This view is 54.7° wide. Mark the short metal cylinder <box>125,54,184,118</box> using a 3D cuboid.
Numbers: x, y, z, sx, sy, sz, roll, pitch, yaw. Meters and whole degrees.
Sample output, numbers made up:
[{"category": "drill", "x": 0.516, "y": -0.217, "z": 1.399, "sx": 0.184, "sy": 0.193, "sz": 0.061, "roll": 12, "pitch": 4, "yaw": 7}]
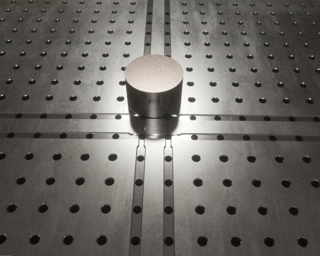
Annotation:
[{"category": "short metal cylinder", "x": -0.008, "y": -0.060, "z": 0.442, "sx": 0.081, "sy": 0.050, "sz": 0.080, "roll": 0, "pitch": 50, "yaw": 0}]
